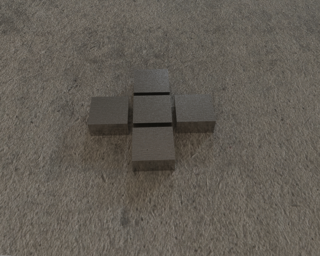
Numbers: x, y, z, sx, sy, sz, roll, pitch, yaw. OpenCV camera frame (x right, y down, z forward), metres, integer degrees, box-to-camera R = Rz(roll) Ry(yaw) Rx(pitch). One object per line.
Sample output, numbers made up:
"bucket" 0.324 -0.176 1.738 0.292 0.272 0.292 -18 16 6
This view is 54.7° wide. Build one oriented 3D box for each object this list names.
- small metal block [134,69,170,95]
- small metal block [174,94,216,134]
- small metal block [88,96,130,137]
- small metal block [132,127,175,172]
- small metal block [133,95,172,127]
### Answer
"small metal block" -0.012 -0.061 0.456 0.050 0.025 0.050 -1 50 -2
"small metal block" 0.046 -0.020 0.422 0.050 0.025 0.050 -1 50 -2
"small metal block" -0.067 -0.016 0.417 0.050 0.025 0.050 -1 50 -2
"small metal block" -0.008 0.026 0.383 0.050 0.025 0.050 -2 50 -2
"small metal block" -0.010 -0.018 0.420 0.050 0.025 0.050 -1 50 -2
